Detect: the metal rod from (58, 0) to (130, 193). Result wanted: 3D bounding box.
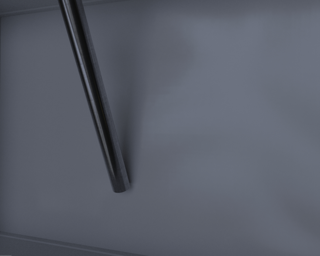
[{"bbox_3d":[-0.081,-0.052,0.376,0.025,0.025,0.298,-3,114,20],"label":"metal rod"}]
